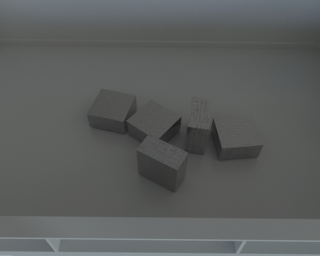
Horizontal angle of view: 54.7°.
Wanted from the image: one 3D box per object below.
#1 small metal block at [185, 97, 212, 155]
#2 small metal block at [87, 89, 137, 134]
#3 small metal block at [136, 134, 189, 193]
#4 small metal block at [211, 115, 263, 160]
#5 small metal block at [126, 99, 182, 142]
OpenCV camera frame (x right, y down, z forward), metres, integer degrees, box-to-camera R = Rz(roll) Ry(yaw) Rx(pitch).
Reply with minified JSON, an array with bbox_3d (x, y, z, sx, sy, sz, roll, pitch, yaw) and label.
[{"bbox_3d":[0.048,-0.003,0.390,0.025,0.050,0.050,8,51,5],"label":"small metal block"},{"bbox_3d":[-0.064,-0.023,0.421,0.050,0.025,0.050,12,51,9],"label":"small metal block"},{"bbox_3d":[0.002,0.041,0.352,0.050,0.050,0.025,25,55,18],"label":"small metal block"},{"bbox_3d":[0.096,0.011,0.394,0.050,0.025,0.050,-4,50,-4],"label":"small metal block"},{"bbox_3d":[-0.008,-0.004,0.405,0.050,0.025,0.050,32,56,23],"label":"small metal block"}]
